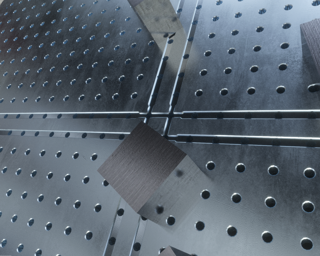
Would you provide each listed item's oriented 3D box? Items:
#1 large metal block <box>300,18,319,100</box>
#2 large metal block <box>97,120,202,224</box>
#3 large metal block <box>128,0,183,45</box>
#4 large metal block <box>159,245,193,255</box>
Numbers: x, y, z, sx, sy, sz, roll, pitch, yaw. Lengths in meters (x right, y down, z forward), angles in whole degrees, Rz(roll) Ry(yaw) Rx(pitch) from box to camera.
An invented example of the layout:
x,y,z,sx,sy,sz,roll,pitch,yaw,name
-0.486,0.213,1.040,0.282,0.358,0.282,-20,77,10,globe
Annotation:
x,y,z,sx,sy,sz,roll,pitch,yaw,name
0.205,-0.080,0.334,0.080,0.050,0.080,-14,56,20,large metal block
-0.013,0.051,0.367,0.080,0.050,0.080,-49,52,-6,large metal block
-0.015,-0.197,0.500,0.050,0.080,0.080,-34,52,6,large metal block
0.008,0.157,0.272,0.080,0.080,0.050,-43,51,-1,large metal block
